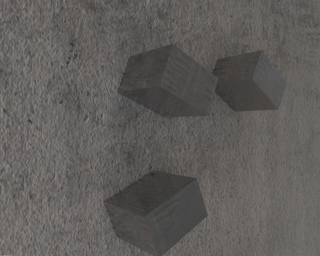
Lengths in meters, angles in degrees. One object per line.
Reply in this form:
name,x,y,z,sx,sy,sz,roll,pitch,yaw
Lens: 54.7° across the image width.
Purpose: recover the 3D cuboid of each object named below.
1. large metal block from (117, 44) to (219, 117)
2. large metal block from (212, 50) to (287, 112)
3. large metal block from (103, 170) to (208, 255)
large metal block,0.009,-0.052,0.376,0.080,0.080,0.050,27,73,-37
large metal block,0.136,-0.069,0.482,0.080,0.080,0.050,37,68,-34
large metal block,-0.005,0.095,0.365,0.081,0.080,0.050,-28,108,-36
